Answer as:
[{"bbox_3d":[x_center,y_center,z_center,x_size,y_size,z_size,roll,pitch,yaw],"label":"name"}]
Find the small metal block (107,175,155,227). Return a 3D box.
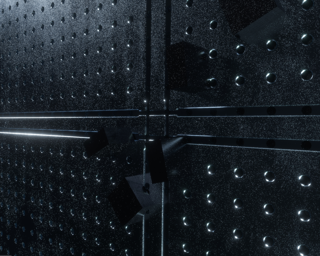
[{"bbox_3d":[-0.042,0.104,0.442,0.050,0.025,0.050,-49,62,28],"label":"small metal block"}]

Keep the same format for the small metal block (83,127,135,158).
[{"bbox_3d":[-0.074,0.021,0.452,0.050,0.050,0.025,-33,70,35],"label":"small metal block"}]

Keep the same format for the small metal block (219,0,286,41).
[{"bbox_3d":[0.096,-0.131,0.329,0.050,0.025,0.050,-28,72,36],"label":"small metal block"}]

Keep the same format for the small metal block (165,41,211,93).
[{"bbox_3d":[0.034,-0.069,0.363,0.025,0.050,0.050,-9,85,39],"label":"small metal block"}]

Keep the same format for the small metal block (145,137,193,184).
[{"bbox_3d":[0.012,0.039,0.382,0.025,0.050,0.050,-17,79,38],"label":"small metal block"}]
